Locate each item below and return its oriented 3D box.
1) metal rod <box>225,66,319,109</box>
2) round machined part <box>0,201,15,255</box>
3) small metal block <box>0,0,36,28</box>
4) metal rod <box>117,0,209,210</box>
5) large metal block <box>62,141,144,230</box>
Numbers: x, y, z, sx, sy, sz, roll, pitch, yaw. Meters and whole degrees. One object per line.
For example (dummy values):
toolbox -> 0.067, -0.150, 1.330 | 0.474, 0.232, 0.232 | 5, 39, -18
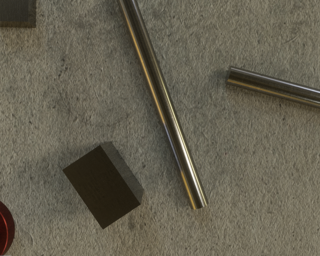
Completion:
metal rod -> 0.236, -0.032, 0.413 | 0.302, 0.025, 0.025 | 15, 90, -1
round machined part -> -0.246, 0.138, 0.398 | 0.099, 0.042, 0.097 | 0, 90, -1
small metal block -> -0.193, -0.161, 0.407 | 0.050, 0.025, 0.050 | 1, 90, -1
metal rod -> 0.003, -0.038, 0.409 | 0.025, 0.025, 0.298 | -20, 90, 0
large metal block -> -0.065, 0.065, 0.382 | 0.050, 0.080, 0.080 | -34, 90, 0
